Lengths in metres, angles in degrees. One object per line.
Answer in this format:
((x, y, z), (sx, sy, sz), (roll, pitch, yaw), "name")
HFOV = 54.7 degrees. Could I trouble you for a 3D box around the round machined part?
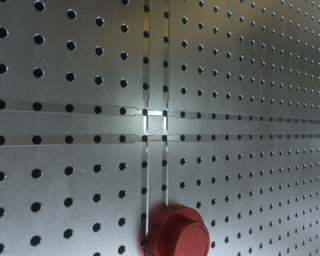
((0.031, 0.159, 0.427), (0.099, 0.042, 0.097), (0, 90, -40), "round machined part")
